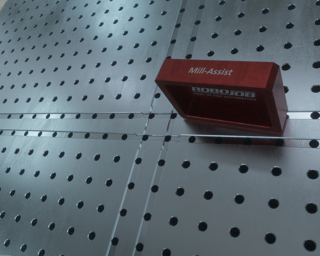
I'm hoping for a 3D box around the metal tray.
[{"bbox_3d":[0.070,-0.037,0.353,0.130,0.090,0.030,10,67,32],"label":"metal tray"}]
